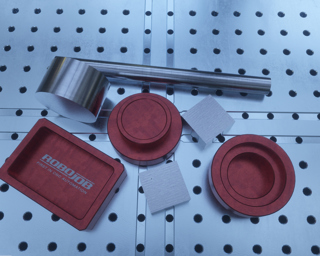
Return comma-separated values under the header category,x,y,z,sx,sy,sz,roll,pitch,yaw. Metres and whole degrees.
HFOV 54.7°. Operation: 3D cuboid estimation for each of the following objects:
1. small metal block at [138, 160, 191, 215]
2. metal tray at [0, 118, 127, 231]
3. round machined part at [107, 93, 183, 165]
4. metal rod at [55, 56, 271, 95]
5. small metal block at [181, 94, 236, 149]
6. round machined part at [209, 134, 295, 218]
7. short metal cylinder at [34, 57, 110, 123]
category,x,y,z,sx,sy,sz,roll,pitch,yaw
small metal block,0.005,0.074,0.385,0.050,0.025,0.050,-18,71,-7
metal tray,-0.119,0.056,0.387,0.130,0.030,0.090,29,73,10
round machined part,-0.020,-0.004,0.403,0.099,0.042,0.098,0,67,0
metal rod,0.002,-0.075,0.438,0.302,0.025,0.025,6,70,2
small metal block,0.063,-0.008,0.415,0.050,0.025,0.050,-36,74,-12
round machined part,0.109,0.060,0.381,0.099,0.042,0.098,0,70,0
short metal cylinder,-0.111,-0.047,0.399,0.080,0.080,0.050,17,71,6
